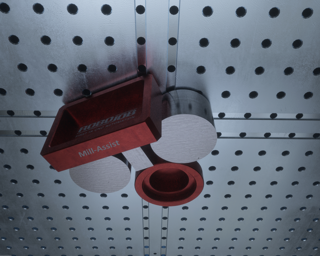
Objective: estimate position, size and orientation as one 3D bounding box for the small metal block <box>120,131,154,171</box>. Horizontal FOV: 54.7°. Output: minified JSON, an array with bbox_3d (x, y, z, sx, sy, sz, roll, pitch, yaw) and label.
[{"bbox_3d":[-0.030,0.019,0.406,0.025,0.050,0.050,-20,128,16],"label":"small metal block"}]

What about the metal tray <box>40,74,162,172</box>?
[{"bbox_3d":[-0.064,-0.007,0.356,0.130,0.090,0.030,-18,128,15],"label":"metal tray"}]

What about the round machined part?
[{"bbox_3d":[0.013,0.069,0.454,0.099,0.042,0.097,0,130,0],"label":"round machined part"}]

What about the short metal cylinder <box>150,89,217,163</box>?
[{"bbox_3d":[0.028,-0.001,0.389,0.081,0.050,0.079,0,130,0],"label":"short metal cylinder"}]

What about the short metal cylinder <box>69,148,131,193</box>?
[{"bbox_3d":[-0.079,0.045,0.428,0.081,0.050,0.079,0,130,0],"label":"short metal cylinder"}]
